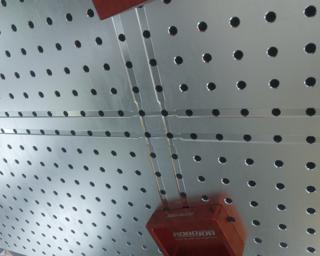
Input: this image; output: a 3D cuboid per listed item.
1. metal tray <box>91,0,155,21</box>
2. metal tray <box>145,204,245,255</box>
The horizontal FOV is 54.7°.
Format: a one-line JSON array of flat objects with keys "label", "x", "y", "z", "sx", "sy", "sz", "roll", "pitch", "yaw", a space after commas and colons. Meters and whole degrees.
[{"label": "metal tray", "x": 0.011, "y": -0.139, "z": 0.276, "sx": 0.130, "sy": 0.090, "sz": 0.030, "roll": -9, "pitch": 114, "yaw": 32}, {"label": "metal tray", "x": 0.052, "y": 0.170, "z": 0.484, "sx": 0.130, "sy": 0.030, "sz": 0.090, "roll": -18, "pitch": 110, "yaw": 34}]
